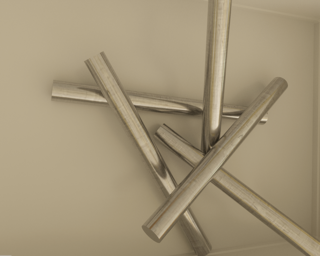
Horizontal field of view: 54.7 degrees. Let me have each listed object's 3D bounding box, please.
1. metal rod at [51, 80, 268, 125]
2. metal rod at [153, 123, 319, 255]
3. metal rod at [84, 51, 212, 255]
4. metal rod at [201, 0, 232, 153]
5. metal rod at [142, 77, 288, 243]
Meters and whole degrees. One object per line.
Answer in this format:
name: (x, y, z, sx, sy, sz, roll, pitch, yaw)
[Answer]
metal rod: (0.014, -0.031, 0.416, 0.302, 0.025, 0.025, 6, 88, -20)
metal rod: (0.117, 0.094, 0.391, 0.300, 0.025, 0.025, 37, 77, 8)
metal rod: (-0.007, 0.045, 0.392, 0.025, 0.025, 0.299, -34, 108, -17)
metal rod: (0.066, -0.064, 0.370, 0.025, 0.025, 0.298, -12, 120, -20)
metal rod: (0.086, 0.021, 0.395, 0.301, 0.025, 0.025, -43, 104, -30)
